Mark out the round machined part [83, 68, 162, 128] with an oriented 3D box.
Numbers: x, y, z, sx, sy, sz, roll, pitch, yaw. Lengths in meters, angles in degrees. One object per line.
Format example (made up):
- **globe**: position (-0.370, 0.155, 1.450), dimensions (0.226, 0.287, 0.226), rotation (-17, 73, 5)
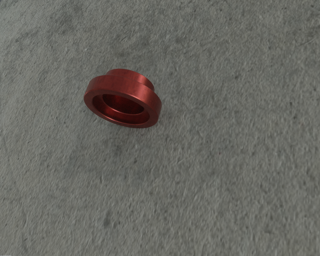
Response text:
- **round machined part**: position (-0.045, -0.041, 0.404), dimensions (0.098, 0.098, 0.042), rotation (1, 62, 28)
